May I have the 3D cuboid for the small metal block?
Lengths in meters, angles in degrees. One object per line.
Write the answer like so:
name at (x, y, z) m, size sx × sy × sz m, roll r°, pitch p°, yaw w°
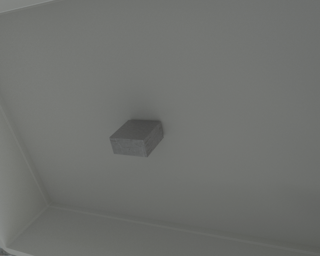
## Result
small metal block at (-0.030, 0.013, 0.410) m, size 0.050 × 0.050 × 0.025 m, roll 3°, pitch 120°, yaw 26°
